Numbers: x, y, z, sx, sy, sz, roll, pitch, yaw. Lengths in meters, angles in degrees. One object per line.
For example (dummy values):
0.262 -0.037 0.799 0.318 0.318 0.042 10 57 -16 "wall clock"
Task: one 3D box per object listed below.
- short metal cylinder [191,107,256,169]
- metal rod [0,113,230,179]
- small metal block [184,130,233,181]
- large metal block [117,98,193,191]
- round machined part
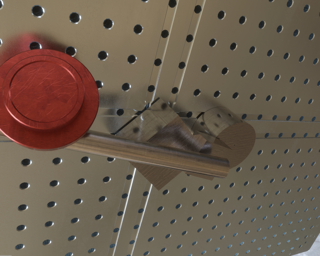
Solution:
0.092 0.015 0.457 0.081 0.050 0.079 -14 125 -21 "short metal cylinder"
-0.065 0.017 0.331 0.302 0.025 0.025 13 113 -16 "metal rod"
0.057 0.036 0.399 0.050 0.025 0.050 20 108 -36 "small metal block"
-0.001 0.022 0.407 0.080 0.050 0.080 -40 130 -2 "large metal block"
-0.107 -0.029 0.290 0.099 0.042 0.097 3 79 -17 "round machined part"
